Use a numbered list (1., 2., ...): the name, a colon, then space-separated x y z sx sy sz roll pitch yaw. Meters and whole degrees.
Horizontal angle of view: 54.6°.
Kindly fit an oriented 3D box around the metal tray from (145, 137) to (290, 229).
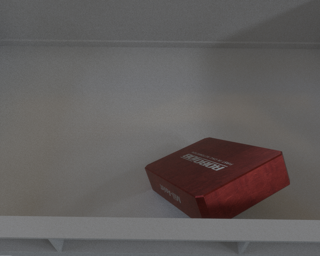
1. metal tray: 0.049 0.046 0.312 0.091 0.030 0.130 -23 12 -19
